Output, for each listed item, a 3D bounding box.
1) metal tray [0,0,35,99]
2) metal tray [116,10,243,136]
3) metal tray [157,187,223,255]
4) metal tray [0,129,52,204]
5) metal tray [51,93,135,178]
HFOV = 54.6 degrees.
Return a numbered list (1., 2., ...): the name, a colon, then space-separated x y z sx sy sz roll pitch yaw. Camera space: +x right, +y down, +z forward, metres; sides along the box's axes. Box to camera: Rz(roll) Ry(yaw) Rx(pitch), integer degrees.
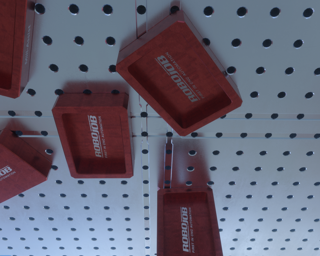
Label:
1. metal tray: -0.184 -0.099 0.321 0.091 0.030 0.129 15 129 -13
2. metal tray: 0.025 -0.056 0.360 0.090 0.030 0.130 -30 124 23
3. metal tray: 0.041 0.151 0.471 0.090 0.130 0.030 -2 130 2
4. metal tray: -0.241 0.064 0.461 0.130 0.030 0.090 -26 126 20
5. metal tray: -0.084 0.015 0.419 0.090 0.030 0.129 0 130 0
